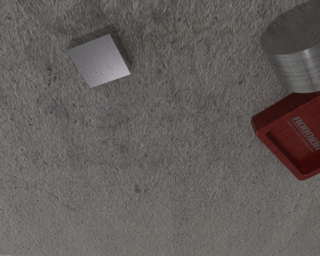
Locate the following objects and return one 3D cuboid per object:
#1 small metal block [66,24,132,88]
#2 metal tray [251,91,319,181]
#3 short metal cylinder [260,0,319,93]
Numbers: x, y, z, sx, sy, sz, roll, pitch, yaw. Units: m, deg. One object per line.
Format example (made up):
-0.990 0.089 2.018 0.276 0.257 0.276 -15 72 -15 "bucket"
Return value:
-0.065 -0.078 0.340 0.050 0.025 0.050 -17 128 13 "small metal block"
0.196 0.011 0.415 0.090 0.030 0.130 -35 122 25 "metal tray"
0.147 -0.081 0.304 0.080 0.080 0.050 -27 125 21 "short metal cylinder"
